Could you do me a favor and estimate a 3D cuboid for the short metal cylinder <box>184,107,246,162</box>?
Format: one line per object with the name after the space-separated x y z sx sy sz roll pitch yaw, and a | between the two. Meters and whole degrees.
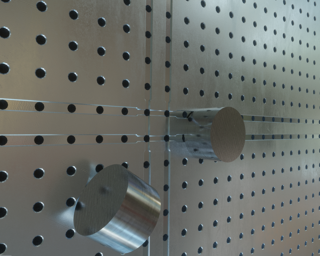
0.083 0.009 0.462 0.081 0.050 0.079 0 90 -40 | short metal cylinder

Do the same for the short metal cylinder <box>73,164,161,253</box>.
-0.046 0.086 0.335 0.050 0.080 0.080 42 65 -32 | short metal cylinder
